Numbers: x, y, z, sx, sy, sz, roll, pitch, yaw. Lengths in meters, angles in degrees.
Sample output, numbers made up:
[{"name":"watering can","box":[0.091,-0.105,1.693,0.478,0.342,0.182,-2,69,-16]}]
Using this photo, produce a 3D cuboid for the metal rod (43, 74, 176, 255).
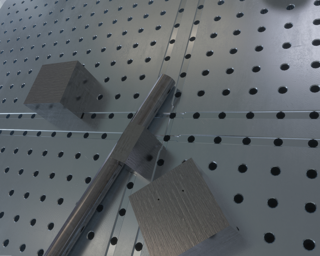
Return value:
[{"name":"metal rod","box":[-0.065,0.054,0.408,0.025,0.025,0.300,21,73,36]}]

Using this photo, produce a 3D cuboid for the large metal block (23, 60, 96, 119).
[{"name":"large metal block","box":[-0.166,-0.062,0.517,0.080,0.050,0.080,0,62,28]}]

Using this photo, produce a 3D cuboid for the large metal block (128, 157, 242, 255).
[{"name":"large metal block","box":[0.025,0.092,0.323,0.080,0.050,0.080,-33,52,6]}]

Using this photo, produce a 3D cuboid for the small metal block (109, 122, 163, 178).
[{"name":"small metal block","box":[-0.029,0.028,0.390,0.025,0.050,0.050,18,71,35]}]
